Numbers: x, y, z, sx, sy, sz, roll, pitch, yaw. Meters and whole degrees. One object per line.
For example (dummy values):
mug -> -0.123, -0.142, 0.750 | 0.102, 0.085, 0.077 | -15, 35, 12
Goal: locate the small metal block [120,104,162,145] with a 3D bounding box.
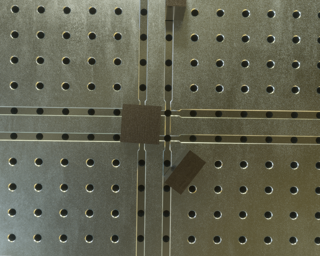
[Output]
small metal block -> -0.025, -0.005, 0.413 | 0.050, 0.025, 0.050 | 4, 90, -1

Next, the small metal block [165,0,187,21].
small metal block -> 0.020, -0.173, 0.401 | 0.025, 0.050, 0.050 | 2, 90, 0

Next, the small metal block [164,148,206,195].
small metal block -> 0.031, 0.054, 0.401 | 0.025, 0.050, 0.050 | 38, 90, -1
